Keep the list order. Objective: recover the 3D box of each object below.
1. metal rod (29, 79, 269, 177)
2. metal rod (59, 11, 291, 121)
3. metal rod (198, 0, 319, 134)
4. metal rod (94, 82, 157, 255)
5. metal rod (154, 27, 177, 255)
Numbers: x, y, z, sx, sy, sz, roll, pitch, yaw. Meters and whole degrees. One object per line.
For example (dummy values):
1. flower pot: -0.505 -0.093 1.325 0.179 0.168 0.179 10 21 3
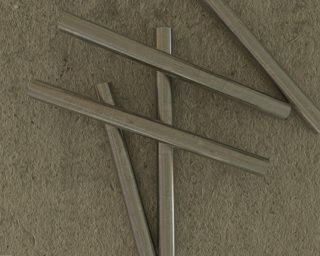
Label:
1. metal rod: -0.013 0.000 0.383 0.301 0.025 0.025 19 90 -1
2. metal rod: 0.026 -0.073 0.387 0.302 0.025 0.025 20 90 -9
3. metal rod: 0.117 -0.113 0.410 0.025 0.025 0.300 -41 90 0
4. metal rod: -0.037 0.087 0.409 0.025 0.025 0.298 -15 90 0
5. metal rod: 0.007 0.020 0.409 0.025 0.025 0.298 -1 90 0
